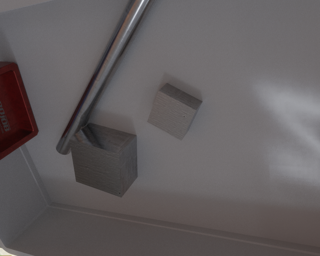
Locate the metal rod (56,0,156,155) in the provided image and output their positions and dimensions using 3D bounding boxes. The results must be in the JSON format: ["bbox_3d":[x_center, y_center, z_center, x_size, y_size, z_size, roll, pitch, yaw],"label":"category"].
[{"bbox_3d":[-0.085,-0.056,0.416,0.025,0.025,0.298,40,129,1],"label":"metal rod"}]

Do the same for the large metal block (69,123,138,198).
[{"bbox_3d":[-0.082,0.047,0.462,0.080,0.050,0.079,14,124,19],"label":"large metal block"}]

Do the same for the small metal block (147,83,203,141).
[{"bbox_3d":[0.018,-0.020,0.386,0.050,0.025,0.050,29,128,9],"label":"small metal block"}]

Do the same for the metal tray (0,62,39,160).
[{"bbox_3d":[-0.247,-0.027,0.476,0.030,0.090,0.129,9,122,23],"label":"metal tray"}]
